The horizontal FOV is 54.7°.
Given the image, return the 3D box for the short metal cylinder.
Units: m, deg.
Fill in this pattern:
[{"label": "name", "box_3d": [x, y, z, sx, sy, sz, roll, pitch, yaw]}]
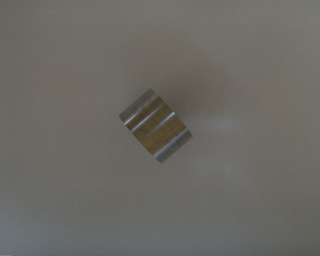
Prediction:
[{"label": "short metal cylinder", "box_3d": [-0.005, -0.003, 0.381, 0.050, 0.080, 0.080, -41, 91, 0]}]
